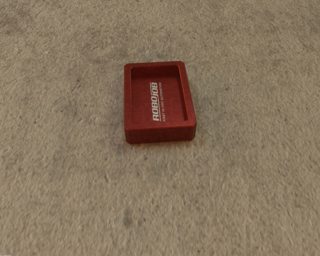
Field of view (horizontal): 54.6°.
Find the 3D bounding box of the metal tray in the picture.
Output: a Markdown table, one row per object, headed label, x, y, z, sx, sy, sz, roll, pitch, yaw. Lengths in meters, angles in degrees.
| label | x | y | z | sx | sy | sz | roll | pitch | yaw |
| --- | --- | --- | --- | --- | --- | --- | --- | --- | --- |
| metal tray | -0.004 | -0.040 | 0.433 | 0.091 | 0.030 | 0.130 | -3 | 50 | -3 |
